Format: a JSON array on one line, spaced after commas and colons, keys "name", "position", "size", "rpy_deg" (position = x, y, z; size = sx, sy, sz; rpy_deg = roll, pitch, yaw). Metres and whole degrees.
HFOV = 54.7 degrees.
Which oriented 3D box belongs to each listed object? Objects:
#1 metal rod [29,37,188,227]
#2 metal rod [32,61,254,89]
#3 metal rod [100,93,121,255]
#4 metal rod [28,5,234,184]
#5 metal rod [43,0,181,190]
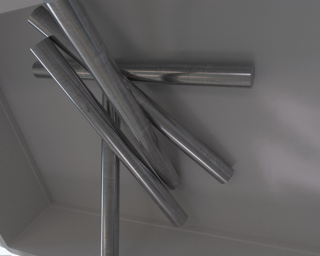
[{"name": "metal rod", "position": [-0.052, 0.020, 0.395], "size": [0.025, 0.025, 0.299], "rpy_deg": [-19, 117, 35]}, {"name": "metal rod", "position": [-0.039, -0.069, 0.386], "size": [0.301, 0.025, 0.025], "rpy_deg": [6, 121, 24]}, {"name": "metal rod", "position": [-0.067, 0.097, 0.420], "size": [0.025, 0.025, 0.298], "rpy_deg": [2, 93, 27]}, {"name": "metal rod", "position": [-0.026, -0.033, 0.375], "size": [0.300, 0.025, 0.025], "rpy_deg": [40, 130, -10]}, {"name": "metal rod", "position": [-0.029, -0.010, 0.340], "size": [0.025, 0.025, 0.299], "rpy_deg": [4, 145, 26]}]
